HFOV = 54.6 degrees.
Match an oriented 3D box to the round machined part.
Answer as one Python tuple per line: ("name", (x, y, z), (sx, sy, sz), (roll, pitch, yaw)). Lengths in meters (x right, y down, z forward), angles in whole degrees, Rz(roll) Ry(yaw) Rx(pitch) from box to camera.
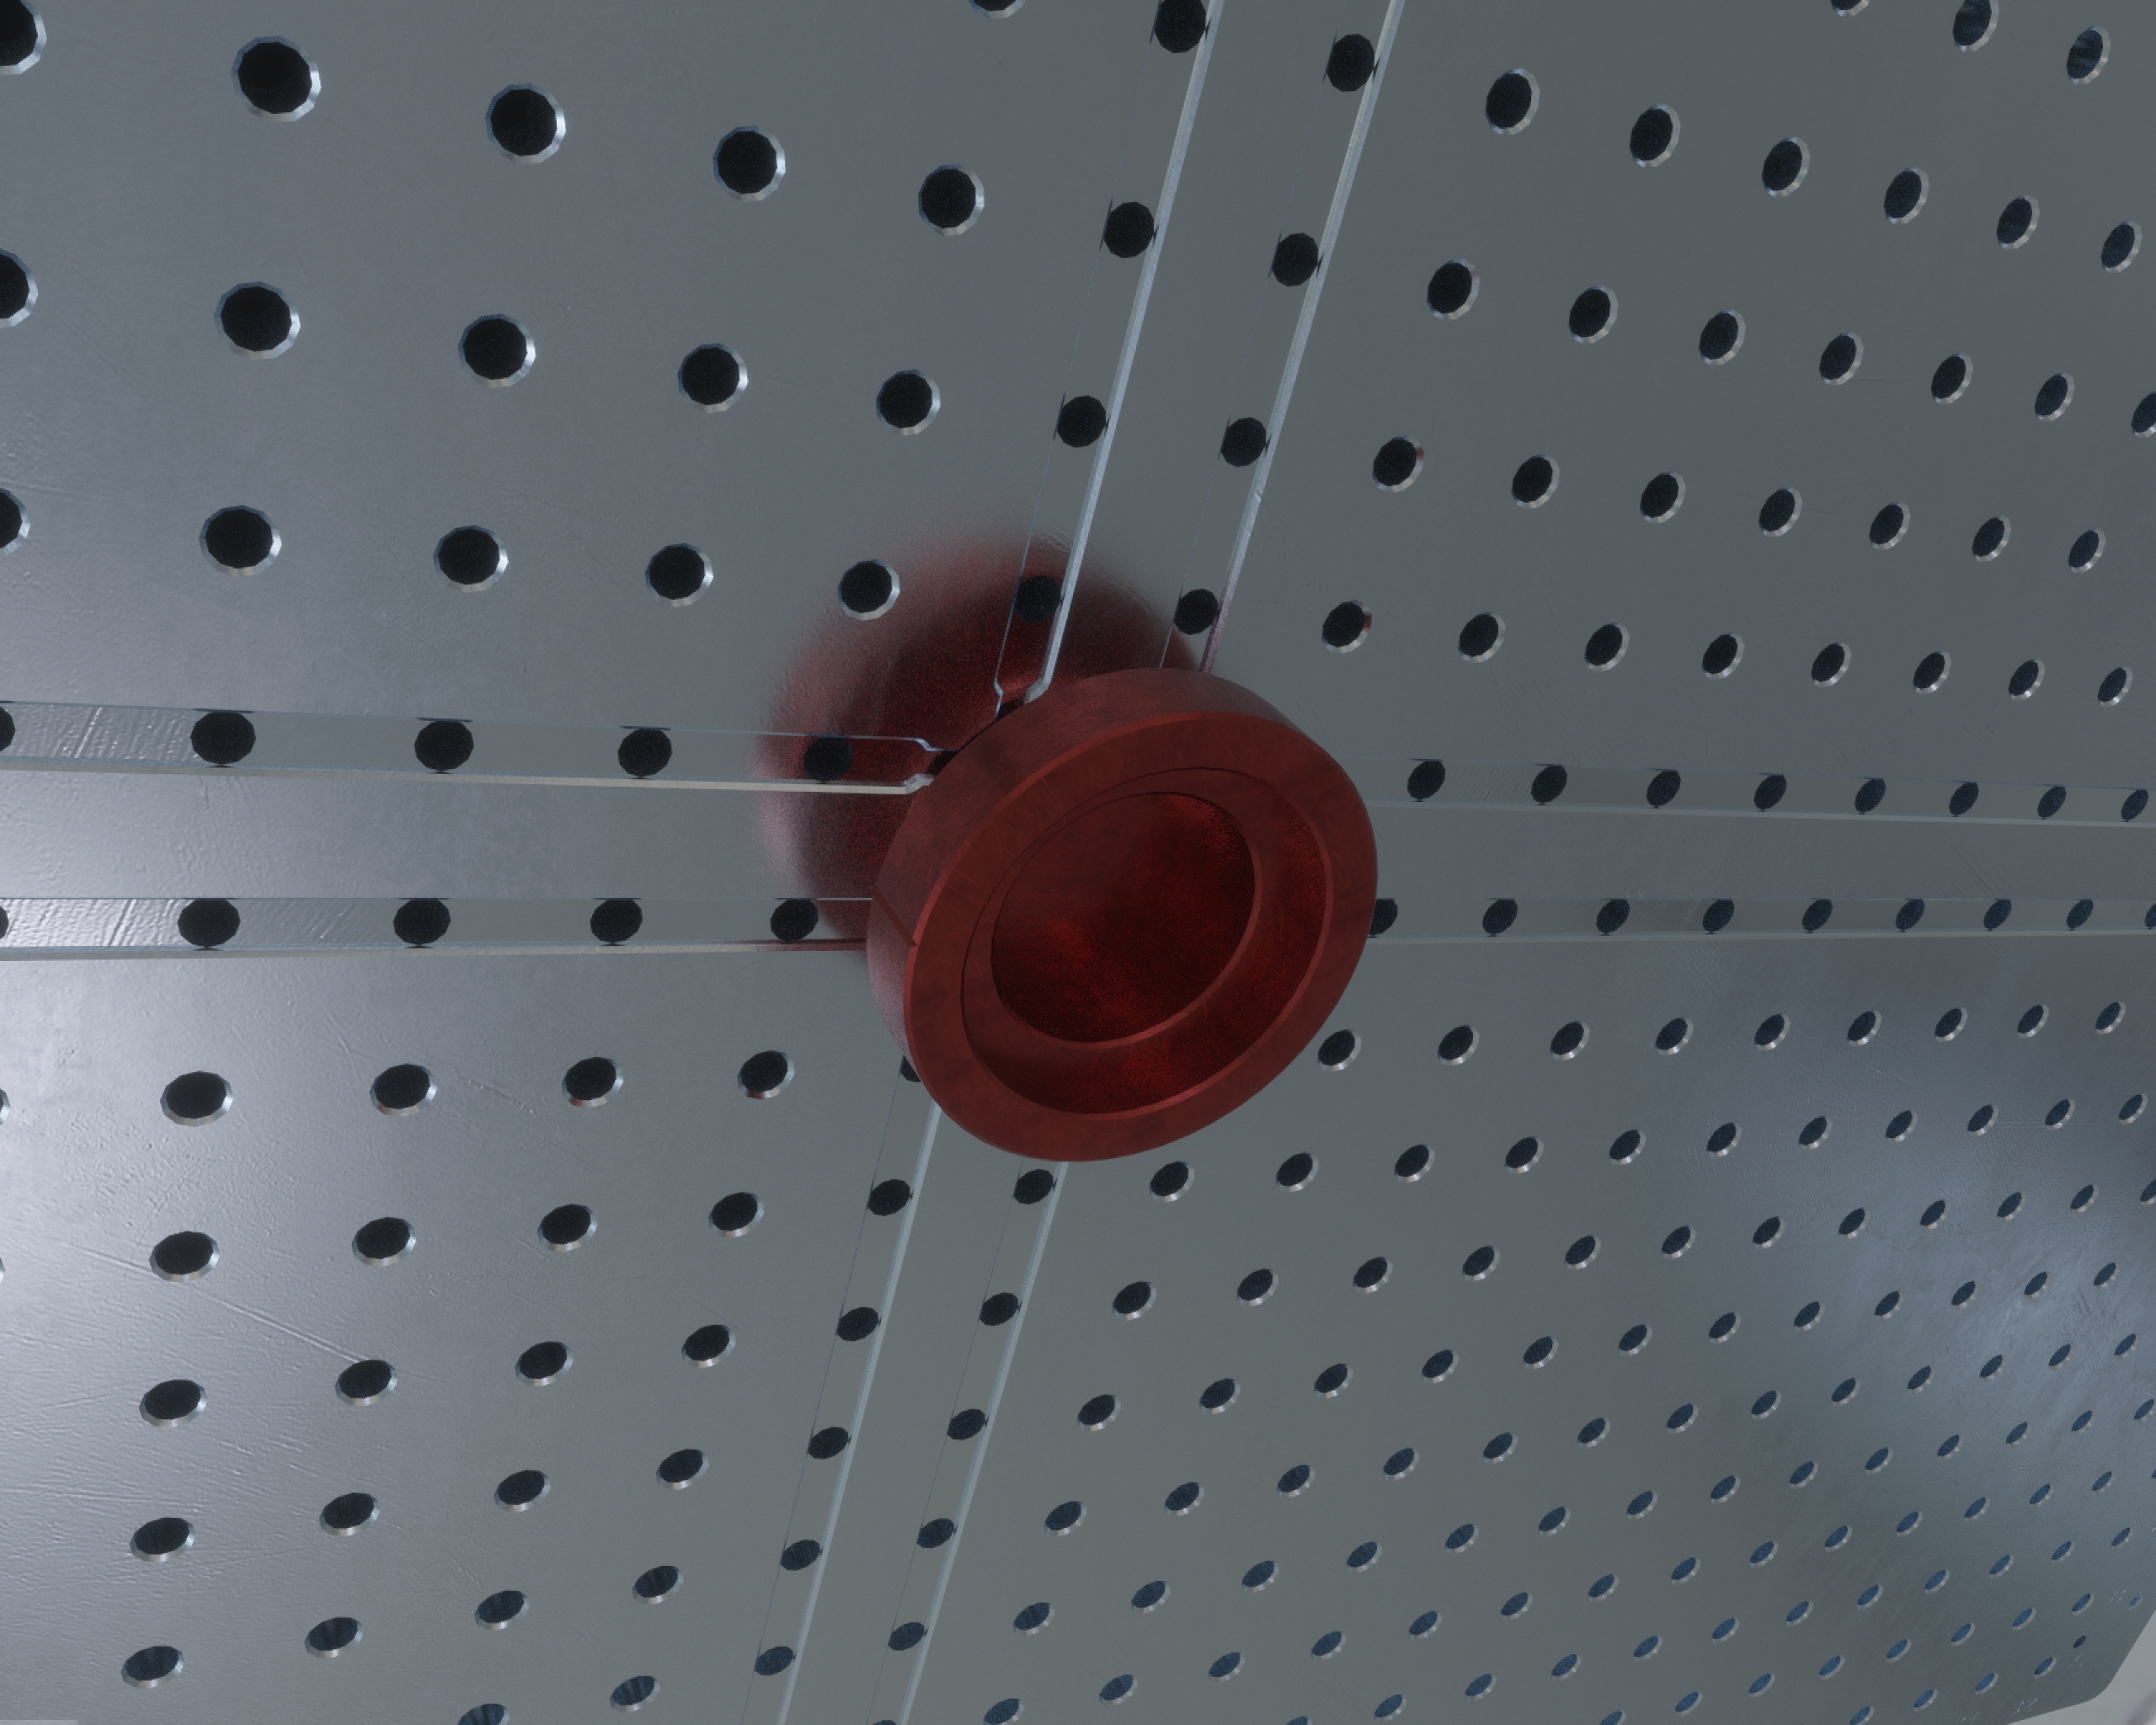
("round machined part", (0.005, 0.006, 0.405), (0.099, 0.042, 0.097), (-14, 124, -21))
